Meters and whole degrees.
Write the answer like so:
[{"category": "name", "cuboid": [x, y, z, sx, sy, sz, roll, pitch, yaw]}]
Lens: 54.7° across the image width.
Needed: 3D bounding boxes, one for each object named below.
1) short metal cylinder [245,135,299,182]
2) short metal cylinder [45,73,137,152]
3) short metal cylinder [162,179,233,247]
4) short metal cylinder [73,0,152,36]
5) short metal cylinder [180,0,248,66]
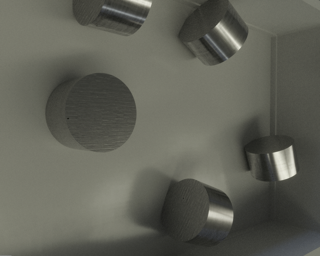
[{"category": "short metal cylinder", "cuboid": [0.192, 0.050, 0.532, 0.081, 0.080, 0.050, -27, 107, -37]}, {"category": "short metal cylinder", "cuboid": [-0.072, -0.015, 0.329, 0.081, 0.050, 0.080, 0, 90, -40]}, {"category": "short metal cylinder", "cuboid": [0.049, 0.113, 0.412, 0.050, 0.080, 0.080, 28, 73, -37]}, {"category": "short metal cylinder", "cuboid": [-0.051, -0.143, 0.327, 0.050, 0.080, 0.080, 2, 89, -40]}, {"category": "short metal cylinder", "cuboid": [0.075, -0.135, 0.433, 0.050, 0.080, 0.080, 38, 67, -34]}]
